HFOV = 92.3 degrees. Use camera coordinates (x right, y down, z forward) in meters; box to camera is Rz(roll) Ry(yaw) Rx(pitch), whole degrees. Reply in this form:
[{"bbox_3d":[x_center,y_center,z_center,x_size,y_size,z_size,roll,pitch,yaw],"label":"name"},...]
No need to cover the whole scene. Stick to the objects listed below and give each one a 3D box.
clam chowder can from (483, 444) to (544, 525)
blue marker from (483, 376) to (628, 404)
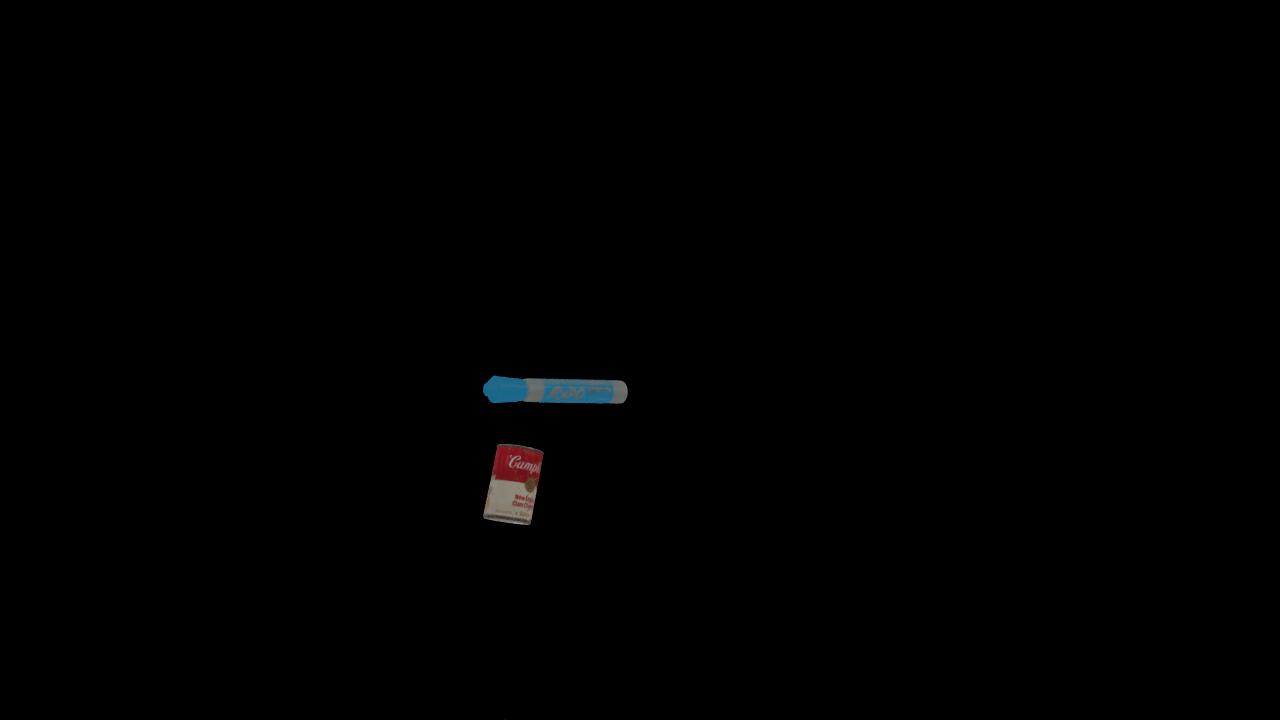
[{"bbox_3d":[-0.177,0.175,0.862,0.068,0.102,0.068,7,-19,2],"label":"clam chowder can"},{"bbox_3d":[-0.060,0.023,0.456,0.121,0.020,0.020,4,-3,-43],"label":"blue marker"}]
